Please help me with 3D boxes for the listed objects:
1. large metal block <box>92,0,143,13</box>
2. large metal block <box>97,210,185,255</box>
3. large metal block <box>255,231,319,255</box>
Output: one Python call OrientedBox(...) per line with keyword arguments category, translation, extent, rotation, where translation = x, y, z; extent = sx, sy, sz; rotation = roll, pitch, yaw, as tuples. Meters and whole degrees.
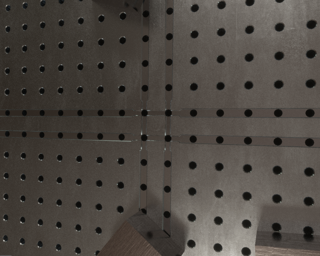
OrientedBox(category="large metal block", translation=(-0.070, -0.198, 0.407), extent=(0.080, 0.080, 0.050), rotation=(21, 97, 18))
OrientedBox(category="large metal block", translation=(-0.029, 0.171, 0.409), extent=(0.080, 0.050, 0.080), rotation=(41, 103, 15))
OrientedBox(category="large metal block", translation=(0.151, 0.166, 0.346), extent=(0.080, 0.050, 0.079), rotation=(-2, 89, 19))
